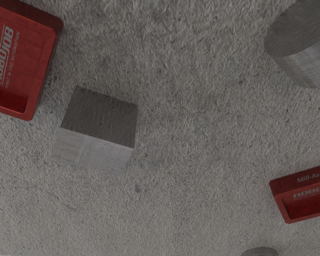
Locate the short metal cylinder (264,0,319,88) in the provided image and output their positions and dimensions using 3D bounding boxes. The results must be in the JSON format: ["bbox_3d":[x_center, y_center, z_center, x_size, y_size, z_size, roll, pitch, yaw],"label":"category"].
[{"bbox_3d":[0.151,-0.085,0.300,0.050,0.080,0.080,36,121,-27],"label":"short metal cylinder"}]

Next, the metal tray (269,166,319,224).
[{"bbox_3d":[0.252,0.103,0.493,0.130,0.030,0.090,-21,127,17],"label":"metal tray"}]

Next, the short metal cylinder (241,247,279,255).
[{"bbox_3d":[0.211,0.290,0.640,0.081,0.050,0.079,0,130,0],"label":"short metal cylinder"}]

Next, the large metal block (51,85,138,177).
[{"bbox_3d":[-0.075,0.003,0.372,0.081,0.080,0.050,18,128,-15],"label":"large metal block"}]

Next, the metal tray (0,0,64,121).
[{"bbox_3d":[-0.169,-0.075,0.338,0.091,0.030,0.129,20,127,-17],"label":"metal tray"}]
